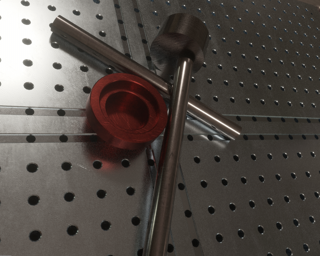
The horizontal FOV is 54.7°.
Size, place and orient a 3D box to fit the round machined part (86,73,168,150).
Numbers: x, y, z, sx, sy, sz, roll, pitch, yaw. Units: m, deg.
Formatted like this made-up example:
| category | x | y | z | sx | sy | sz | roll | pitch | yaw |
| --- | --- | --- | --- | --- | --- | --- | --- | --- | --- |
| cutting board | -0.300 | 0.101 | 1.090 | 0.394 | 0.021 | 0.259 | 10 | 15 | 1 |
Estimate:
| category | x | y | z | sx | sy | sz | roll | pitch | yaw |
| --- | --- | --- | --- | --- | --- | --- | --- | --- | --- |
| round machined part | -0.043 | -0.017 | 0.385 | 0.099 | 0.042 | 0.098 | 14 | 56 | -21 |

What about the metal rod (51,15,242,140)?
| category | x | y | z | sx | sy | sz | roll | pitch | yaw |
| --- | --- | --- | --- | --- | --- | --- | --- | --- | --- |
| metal rod | -0.013 | -0.067 | 0.443 | 0.301 | 0.025 | 0.025 | 30 | 52 | -9 |

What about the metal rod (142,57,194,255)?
| category | x | y | z | sx | sy | sz | roll | pitch | yaw |
| --- | --- | --- | --- | --- | --- | --- | --- | --- | --- |
| metal rod | 0.012 | 0.036 | 0.375 | 0.025 | 0.025 | 0.300 | 20 | 60 | -17 |

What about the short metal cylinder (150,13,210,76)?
| category | x | y | z | sx | sy | sz | roll | pitch | yaw |
| --- | --- | --- | --- | --- | --- | --- | --- | --- | --- |
| short metal cylinder | 0.030 | -0.124 | 0.467 | 0.080 | 0.080 | 0.050 | 27 | 52 | -12 |
